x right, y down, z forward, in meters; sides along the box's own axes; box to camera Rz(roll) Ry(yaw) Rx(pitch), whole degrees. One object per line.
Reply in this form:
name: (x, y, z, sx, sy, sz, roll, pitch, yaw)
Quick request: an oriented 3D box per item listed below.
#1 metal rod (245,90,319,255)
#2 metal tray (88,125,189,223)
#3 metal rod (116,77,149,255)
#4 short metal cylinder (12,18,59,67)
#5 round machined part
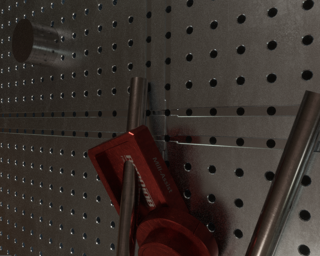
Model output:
metal rod: (0.110, 0.109, 0.317, 0.025, 0.025, 0.298, 25, 105, 37)
metal tray: (-0.030, 0.070, 0.401, 0.090, 0.030, 0.129, -23, 95, 37)
metal rod: (-0.038, 0.080, 0.406, 0.025, 0.025, 0.298, -5, 77, 39)
short metal cylinder: (-0.235, -0.159, 0.583, 0.080, 0.050, 0.079, 0, 90, 39)
round machined part: (0.014, 0.144, 0.360, 0.098, 0.042, 0.097, 14, 122, 23)
